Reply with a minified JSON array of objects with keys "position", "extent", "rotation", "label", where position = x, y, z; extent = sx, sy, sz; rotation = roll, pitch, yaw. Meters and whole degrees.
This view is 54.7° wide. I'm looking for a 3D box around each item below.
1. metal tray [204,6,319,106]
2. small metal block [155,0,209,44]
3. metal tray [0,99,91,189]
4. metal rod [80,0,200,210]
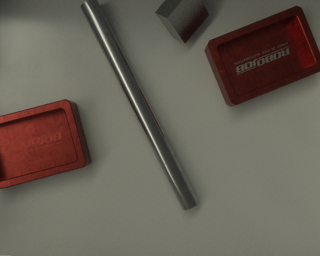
[{"position":[0.136,-0.093,0.410],"extent":[0.131,0.030,0.090],"rotation":[-22,90,-1],"label":"metal tray"},{"position":[0.029,-0.147,0.397],"extent":[0.050,0.050,0.025],"rotation":[-50,51,0],"label":"small metal block"},{"position":[-0.167,0.022,0.406],"extent":[0.131,0.030,0.089],"rotation":[-15,90,-1],"label":"metal tray"},{"position":[-0.026,-0.030,0.411],"extent":[0.025,0.025,0.299],"rotation":[-27,90,0],"label":"metal rod"}]
